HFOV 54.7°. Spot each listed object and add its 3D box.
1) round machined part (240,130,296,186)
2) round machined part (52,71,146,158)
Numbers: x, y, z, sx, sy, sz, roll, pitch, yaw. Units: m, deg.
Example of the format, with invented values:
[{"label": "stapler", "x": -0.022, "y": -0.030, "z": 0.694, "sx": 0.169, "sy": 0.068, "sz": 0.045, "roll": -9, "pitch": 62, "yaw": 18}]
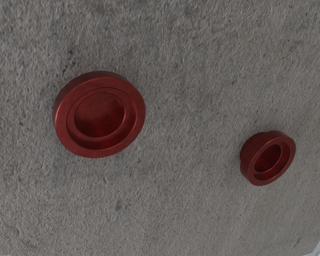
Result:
[{"label": "round machined part", "x": 0.174, "y": 0.046, "z": 0.519, "sx": 0.099, "sy": 0.042, "sz": 0.097, "roll": -14, "pitch": 124, "yaw": -21}, {"label": "round machined part", "x": -0.069, "y": -0.018, "z": 0.347, "sx": 0.099, "sy": 0.042, "sz": 0.097, "roll": -14, "pitch": 124, "yaw": -21}]
